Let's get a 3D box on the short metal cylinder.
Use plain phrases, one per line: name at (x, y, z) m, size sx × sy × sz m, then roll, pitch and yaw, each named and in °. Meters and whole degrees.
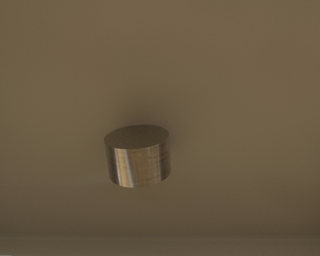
short metal cylinder at (-0.027, 0.033, 0.394) m, size 0.081 × 0.080 × 0.050 m, roll -4°, pitch 110°, yaw 1°
